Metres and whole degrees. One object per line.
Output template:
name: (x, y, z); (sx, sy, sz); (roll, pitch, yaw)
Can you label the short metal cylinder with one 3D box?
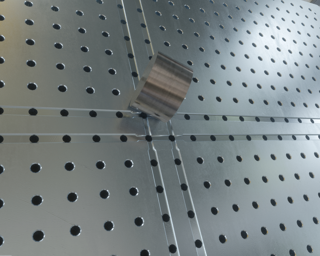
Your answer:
short metal cylinder: (0.001, -0.053, 0.405); (0.050, 0.080, 0.080); (26, 53, -13)
